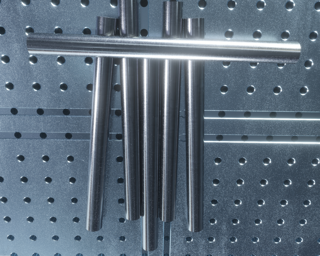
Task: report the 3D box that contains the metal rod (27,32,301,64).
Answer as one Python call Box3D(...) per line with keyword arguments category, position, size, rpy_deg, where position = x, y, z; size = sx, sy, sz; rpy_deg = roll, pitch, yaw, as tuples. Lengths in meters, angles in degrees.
Box3D(category="metal rod", position=(0.005, -0.091, 0.353), size=(0.302, 0.025, 0.025), rpy_deg=(2, 110, -1))

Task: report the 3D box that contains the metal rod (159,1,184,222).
Box3D(category="metal rod", position=(0.013, -0.007, 0.412), size=(0.025, 0.025, 0.298), rpy_deg=(1, 110, 0))

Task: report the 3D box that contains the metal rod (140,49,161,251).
Box3D(category="metal rod", position=(-0.013, 0.043, 0.429), size=(0.025, 0.025, 0.298), rpy_deg=(1, 111, 0))

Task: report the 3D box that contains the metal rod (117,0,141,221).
Box3D(category="metal rod", position=(-0.038, -0.010, 0.410), size=(0.025, 0.025, 0.298), rpy_deg=(1, 110, 0))

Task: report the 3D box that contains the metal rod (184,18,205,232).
Box3D(category="metal rod", position=(0.047, 0.010, 0.418), size=(0.025, 0.025, 0.298), rpy_deg=(-2, 110, 1))

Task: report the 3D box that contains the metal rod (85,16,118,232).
Box3D(category="metal rod", position=(-0.081, 0.009, 0.415), size=(0.025, 0.025, 0.298), rpy_deg=(7, 110, -3))
